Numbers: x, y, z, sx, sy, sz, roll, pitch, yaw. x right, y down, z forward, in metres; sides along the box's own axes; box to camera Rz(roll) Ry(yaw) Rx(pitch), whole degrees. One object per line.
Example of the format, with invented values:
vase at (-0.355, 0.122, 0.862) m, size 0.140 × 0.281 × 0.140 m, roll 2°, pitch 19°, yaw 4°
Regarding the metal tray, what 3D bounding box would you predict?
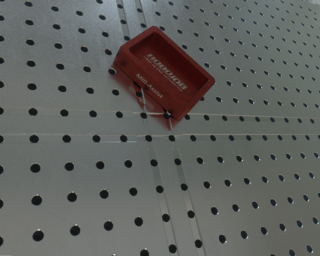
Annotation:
metal tray at (0.010, -0.084, 0.460) m, size 0.130 × 0.030 × 0.090 m, roll 42°, pitch 51°, yaw 1°
